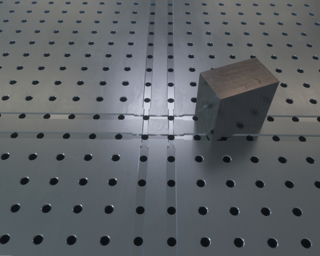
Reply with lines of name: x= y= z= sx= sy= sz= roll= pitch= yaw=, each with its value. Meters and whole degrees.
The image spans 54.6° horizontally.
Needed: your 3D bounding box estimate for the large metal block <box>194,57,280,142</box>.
large metal block: x=0.095 y=-0.036 z=0.403 sx=0.081 sy=0.080 sz=0.050 roll=-18 pitch=52 yaw=-14
